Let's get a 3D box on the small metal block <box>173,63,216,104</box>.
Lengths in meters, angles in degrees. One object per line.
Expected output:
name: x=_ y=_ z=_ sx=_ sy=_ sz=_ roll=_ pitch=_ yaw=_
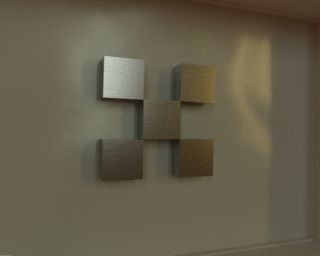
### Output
small metal block: x=0.047 y=-0.059 z=0.425 sx=0.050 sy=0.025 sz=0.050 roll=3 pitch=89 yaw=-20

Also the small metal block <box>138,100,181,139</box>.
small metal block: x=-0.001 y=-0.011 z=0.407 sx=0.050 sy=0.025 sz=0.050 roll=0 pitch=90 yaw=-20

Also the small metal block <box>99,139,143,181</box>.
small metal block: x=-0.049 y=0.039 z=0.390 sx=0.050 sy=0.025 sz=0.050 roll=1 pitch=90 yaw=-20

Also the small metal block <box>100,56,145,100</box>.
small metal block: x=-0.048 y=-0.061 z=0.391 sx=0.050 sy=0.025 sz=0.050 roll=2 pitch=90 yaw=-20

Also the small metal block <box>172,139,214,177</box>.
small metal block: x=0.045 y=0.040 z=0.424 sx=0.050 sy=0.025 sz=0.050 roll=1 pitch=90 yaw=-20
